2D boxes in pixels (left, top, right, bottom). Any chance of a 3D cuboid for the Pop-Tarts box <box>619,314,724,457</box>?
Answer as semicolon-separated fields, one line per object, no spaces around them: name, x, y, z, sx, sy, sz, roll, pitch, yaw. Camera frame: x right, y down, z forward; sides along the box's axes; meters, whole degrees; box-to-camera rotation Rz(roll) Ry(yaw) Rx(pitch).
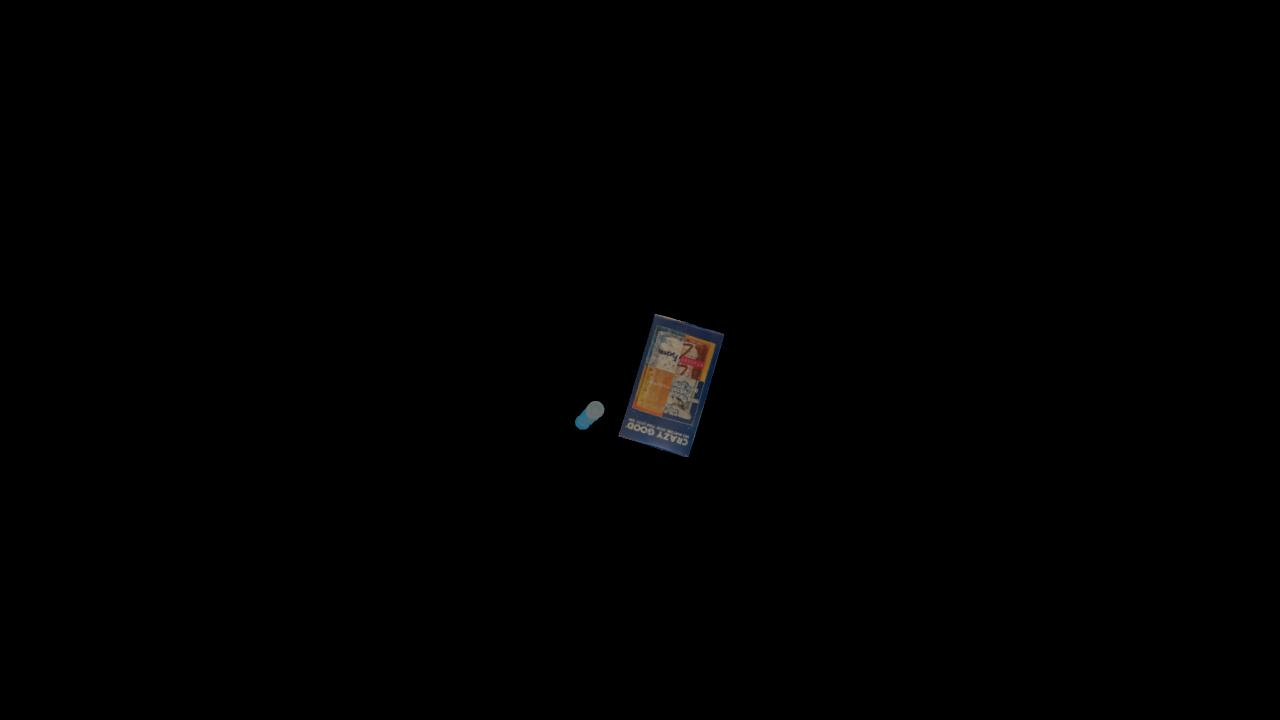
Pop-Tarts box;0.039;0.032;0.738;0.083;0.141;0.167;17;-3;5

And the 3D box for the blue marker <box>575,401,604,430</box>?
blue marker;-0.059;0.065;0.710;0.020;0.020;0.121;0;-13;-12
